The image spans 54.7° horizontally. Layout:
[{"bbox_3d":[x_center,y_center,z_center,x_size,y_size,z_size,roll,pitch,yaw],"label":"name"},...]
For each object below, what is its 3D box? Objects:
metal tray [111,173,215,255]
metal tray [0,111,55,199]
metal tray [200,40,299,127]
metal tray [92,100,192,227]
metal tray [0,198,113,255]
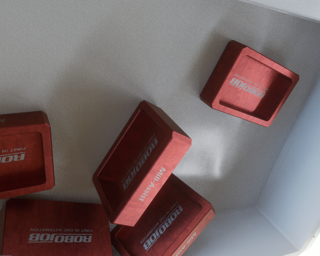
[{"bbox_3d":[0.002,0.136,0.434,0.130,0.090,0.030,-46,143,-12],"label":"metal tray"},{"bbox_3d":[-0.183,0.034,0.326,0.131,0.030,0.089,-8,122,-25],"label":"metal tray"},{"bbox_3d":[0.130,-0.058,0.442,0.131,0.030,0.089,15,111,-35],"label":"metal tray"},{"bbox_3d":[-0.028,0.041,0.378,0.030,0.090,0.129,25,105,-37],"label":"metal tray"},{"bbox_3d":[-0.126,0.138,0.381,0.131,0.090,0.030,14,136,-34],"label":"metal tray"}]
